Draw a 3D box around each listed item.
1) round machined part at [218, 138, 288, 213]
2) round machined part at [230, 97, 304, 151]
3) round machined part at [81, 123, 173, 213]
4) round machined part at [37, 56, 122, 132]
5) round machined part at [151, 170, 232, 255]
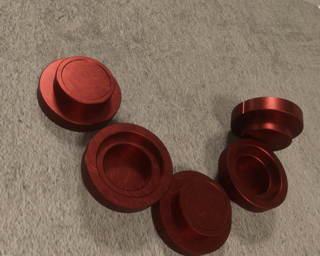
[{"bbox_3d":[0.119,0.066,0.419,0.099,0.042,0.098,14,56,-21],"label":"round machined part"},{"bbox_3d":[0.150,0.001,0.440,0.099,0.098,0.042,21,60,-17],"label":"round machined part"},{"bbox_3d":[-0.039,0.046,0.345,0.099,0.042,0.098,14,56,-21],"label":"round machined part"},{"bbox_3d":[-0.093,-0.047,0.373,0.099,0.042,0.098,14,56,-21],"label":"round machined part"},{"bbox_3d":[0.043,0.095,0.360,0.099,0.042,0.098,14,56,-21],"label":"round machined part"}]
